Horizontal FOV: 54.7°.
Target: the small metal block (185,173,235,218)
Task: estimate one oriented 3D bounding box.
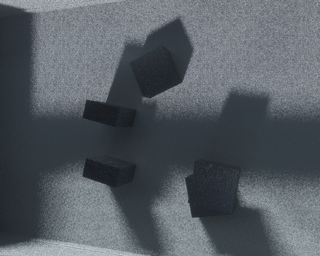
[{"bbox_3d":[0.063,0.082,0.388,0.050,0.025,0.050,-11,87,19],"label":"small metal block"}]

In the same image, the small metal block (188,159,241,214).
[{"bbox_3d":[0.064,0.067,0.361,0.050,0.025,0.050,11,93,19],"label":"small metal block"}]

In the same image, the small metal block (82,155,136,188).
[{"bbox_3d":[-0.068,0.057,0.421,0.050,0.050,0.025,14,95,19],"label":"small metal block"}]

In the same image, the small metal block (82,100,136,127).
[{"bbox_3d":[-0.067,-0.019,0.421,0.050,0.050,0.025,14,95,19],"label":"small metal block"}]

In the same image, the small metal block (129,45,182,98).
[{"bbox_3d":[-0.006,-0.074,0.412,0.050,0.025,0.050,-25,82,18],"label":"small metal block"}]
